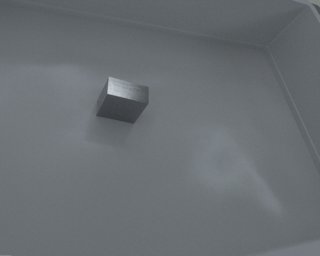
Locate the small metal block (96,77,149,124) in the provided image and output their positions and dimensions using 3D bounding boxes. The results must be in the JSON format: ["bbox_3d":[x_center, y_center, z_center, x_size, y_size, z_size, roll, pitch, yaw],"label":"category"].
[{"bbox_3d":[-0.047,-0.033,0.384,0.050,0.050,0.025,12,57,-22],"label":"small metal block"}]
